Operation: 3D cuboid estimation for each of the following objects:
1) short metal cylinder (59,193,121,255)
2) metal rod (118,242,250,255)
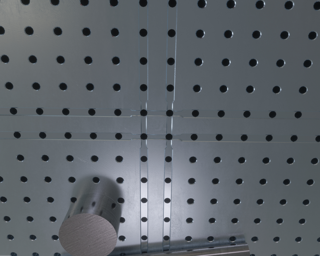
[{"bbox_3d":[-0.100,0.143,0.452,0.081,0.050,0.079,0,110,0],"label":"short metal cylinder"},{"bbox_3d":[-0.012,0.210,0.490,0.302,0.025,0.025,-7,110,2],"label":"metal rod"}]
